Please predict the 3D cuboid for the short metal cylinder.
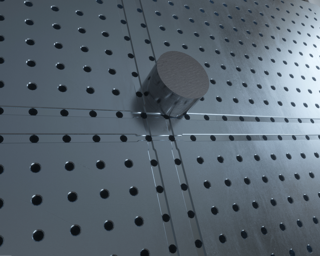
[{"bbox_3d":[0.022,-0.062,0.441,0.081,0.050,0.080,13,56,-21],"label":"short metal cylinder"}]
